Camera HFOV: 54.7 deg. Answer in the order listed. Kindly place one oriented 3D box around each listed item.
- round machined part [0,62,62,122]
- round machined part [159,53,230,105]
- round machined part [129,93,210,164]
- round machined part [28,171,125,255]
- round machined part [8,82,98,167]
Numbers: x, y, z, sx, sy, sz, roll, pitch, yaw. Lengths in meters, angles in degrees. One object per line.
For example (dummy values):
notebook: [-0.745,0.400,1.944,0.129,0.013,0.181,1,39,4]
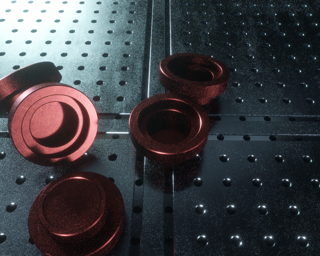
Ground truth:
round machined part: [-0.172,-0.043,0.407,0.099,0.098,0.042,-34,94,-25]
round machined part: [0.047,-0.068,0.446,0.099,0.042,0.098,4,38,-3]
round machined part: [0.012,0.005,0.393,0.099,0.042,0.098,0,50,0]
round machined part: [-0.087,0.086,0.323,0.099,0.042,0.098,0,50,0]
round machined part: [-0.128,-0.007,0.371,0.099,0.097,0.042,-30,30,-23]
